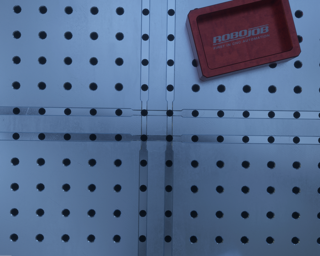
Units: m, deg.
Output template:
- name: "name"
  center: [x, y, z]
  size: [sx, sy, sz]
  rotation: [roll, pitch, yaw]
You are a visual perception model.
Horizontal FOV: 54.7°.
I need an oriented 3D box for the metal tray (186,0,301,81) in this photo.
- name: "metal tray"
  center: [0.108, -0.122, 0.411]
  size: [0.131, 0.030, 0.090]
  rotation: [-14, 90, 0]
